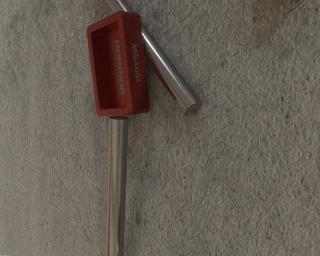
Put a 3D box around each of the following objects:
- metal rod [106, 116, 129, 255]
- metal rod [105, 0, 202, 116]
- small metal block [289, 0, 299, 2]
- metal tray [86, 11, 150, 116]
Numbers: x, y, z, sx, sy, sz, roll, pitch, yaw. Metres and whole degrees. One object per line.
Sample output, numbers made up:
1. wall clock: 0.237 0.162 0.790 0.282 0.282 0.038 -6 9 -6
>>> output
1. metal rod: -0.061 0.132 0.428 0.025 0.025 0.298 14 106 39
2. metal rod: -0.034 -0.138 0.430 0.025 0.025 0.299 -47 62 29
3. small metal block: 0.121 -0.158 0.304 0.050 0.025 0.050 35 111 34
4. metal tray: -0.059 -0.083 0.427 0.090 0.030 0.129 0 98 49
